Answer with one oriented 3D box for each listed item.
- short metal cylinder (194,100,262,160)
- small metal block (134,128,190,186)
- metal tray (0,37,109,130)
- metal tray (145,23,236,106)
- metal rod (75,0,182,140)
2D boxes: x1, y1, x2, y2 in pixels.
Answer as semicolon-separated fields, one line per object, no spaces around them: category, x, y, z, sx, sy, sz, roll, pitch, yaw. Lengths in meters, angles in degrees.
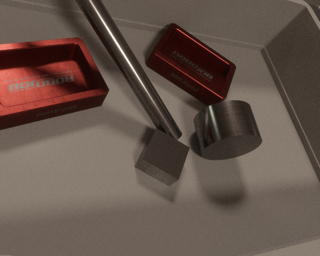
short metal cylinder;0.090;0.005;0.418;0.081;0.080;0.050;4;60;-27
small metal block;0.004;0.036;0.387;0.050;0.025;0.050;31;52;-9
metal tray;-0.138;-0.057;0.363;0.131;0.030;0.090;-18;72;-35
metal tray;0.053;-0.100;0.493;0.130;0.030;0.090;32;51;-8
metal rod;-0.057;-0.107;0.365;0.025;0.025;0.299;-48;114;-39
